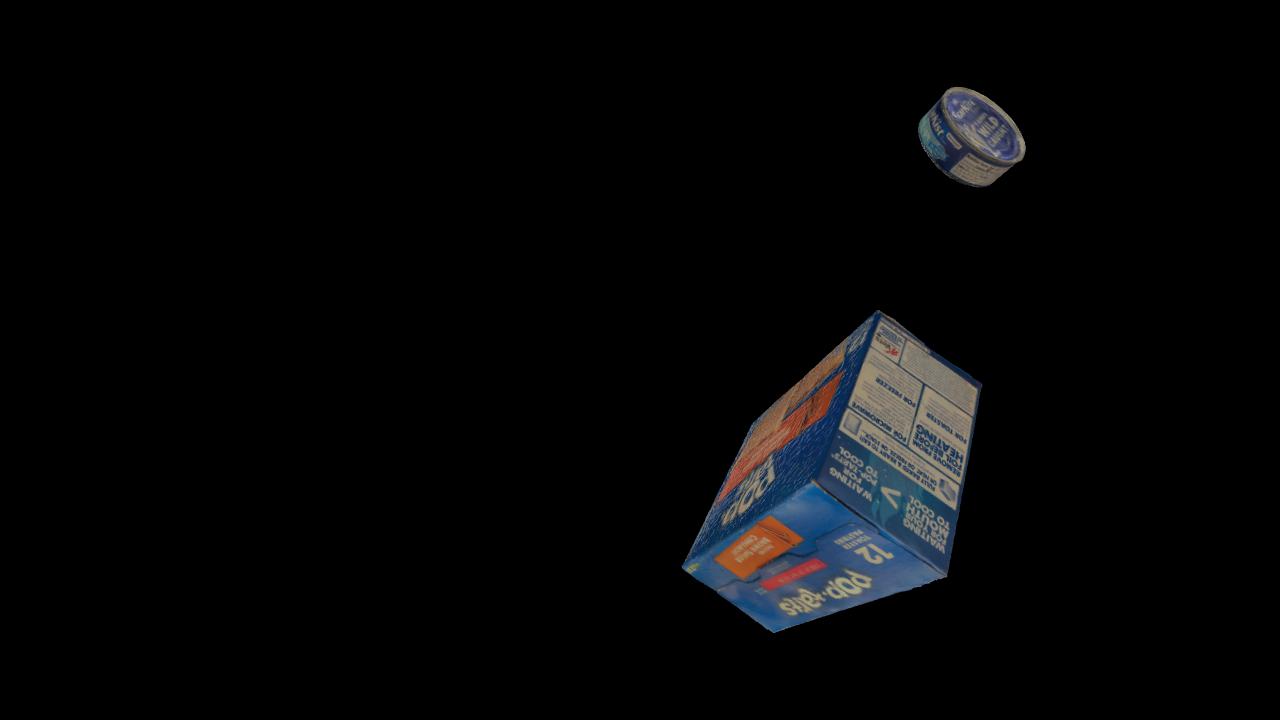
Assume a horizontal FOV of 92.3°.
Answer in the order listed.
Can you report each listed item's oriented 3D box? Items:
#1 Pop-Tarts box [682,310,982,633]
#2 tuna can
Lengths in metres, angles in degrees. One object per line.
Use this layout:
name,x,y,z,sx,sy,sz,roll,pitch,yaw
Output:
Pop-Tarts box,0.117,0.077,0.396,0.083,0.141,0.167,34,-37,2
tuna can,0.279,-0.188,0.521,0.084,0.084,0.034,0,-26,-23
